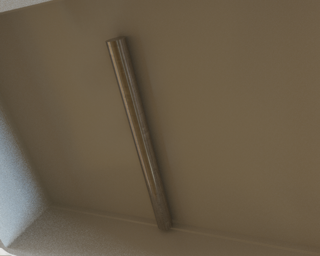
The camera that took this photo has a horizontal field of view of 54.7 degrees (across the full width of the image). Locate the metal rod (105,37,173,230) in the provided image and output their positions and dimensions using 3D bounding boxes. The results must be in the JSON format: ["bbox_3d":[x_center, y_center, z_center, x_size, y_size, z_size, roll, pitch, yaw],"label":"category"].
[{"bbox_3d":[-0.022,0.025,0.434,0.025,0.025,0.298,1,119,27],"label":"metal rod"}]
